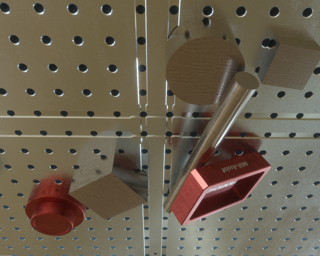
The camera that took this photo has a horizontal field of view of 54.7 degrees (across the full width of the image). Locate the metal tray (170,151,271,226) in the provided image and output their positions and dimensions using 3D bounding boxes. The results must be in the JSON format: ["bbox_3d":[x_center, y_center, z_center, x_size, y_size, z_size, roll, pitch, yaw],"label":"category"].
[{"bbox_3d":[0.087,0.084,0.439,0.131,0.030,0.089,-10,138,-34],"label":"metal tray"}]

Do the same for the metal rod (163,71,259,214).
[{"bbox_3d":[0.050,0.044,0.412,0.025,0.025,0.298,10,141,-9],"label":"metal rod"}]

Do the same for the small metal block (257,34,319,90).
[{"bbox_3d":[0.145,-0.074,0.350,0.050,0.025,0.050,8,130,-7],"label":"small metal block"}]

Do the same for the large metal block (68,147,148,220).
[{"bbox_3d":[-0.075,0.085,0.467,0.080,0.050,0.080,-28,125,21],"label":"large metal block"}]

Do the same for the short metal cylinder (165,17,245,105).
[{"bbox_3d":[0.046,-0.071,0.335,0.081,0.050,0.079,0,130,0],"label":"short metal cylinder"}]

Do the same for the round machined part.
[{"bbox_3d":[-0.177,0.146,0.523,0.099,0.042,0.097,0,130,0],"label":"round machined part"}]
